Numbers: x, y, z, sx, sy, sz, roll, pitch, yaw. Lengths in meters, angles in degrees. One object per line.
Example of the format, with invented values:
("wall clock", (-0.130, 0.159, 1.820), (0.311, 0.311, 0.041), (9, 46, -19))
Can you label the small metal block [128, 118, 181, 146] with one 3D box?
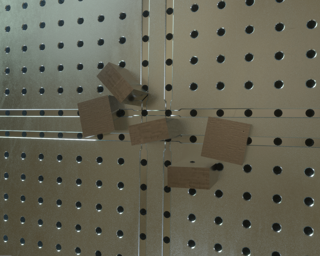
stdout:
("small metal block", (-0.006, 0.005, 0.401), (0.050, 0.050, 0.025), (-12, 86, 19))

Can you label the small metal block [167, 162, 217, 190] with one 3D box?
("small metal block", (0.041, 0.058, 0.384), (0.050, 0.050, 0.025), (0, 90, 19))

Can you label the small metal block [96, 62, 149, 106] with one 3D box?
("small metal block", (-0.049, -0.058, 0.416), (0.025, 0.050, 0.050), (-46, 76, 14))

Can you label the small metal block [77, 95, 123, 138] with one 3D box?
("small metal block", (-0.085, -0.016, 0.441), (0.050, 0.025, 0.050), (-13, 86, 19))

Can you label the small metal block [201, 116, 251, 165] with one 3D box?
("small metal block", (0.082, 0.015, 0.383), (0.050, 0.025, 0.050), (12, 94, 19))
